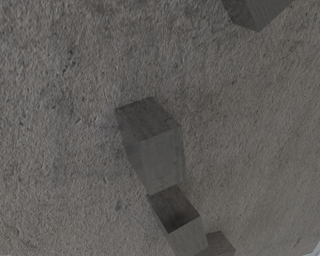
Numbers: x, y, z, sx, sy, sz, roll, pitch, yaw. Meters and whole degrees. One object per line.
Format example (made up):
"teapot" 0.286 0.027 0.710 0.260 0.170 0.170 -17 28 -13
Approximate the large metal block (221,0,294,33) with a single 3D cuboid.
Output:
"large metal block" 0.110 -0.170 0.346 0.080 0.050 0.080 -43 129 1

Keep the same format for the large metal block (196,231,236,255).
"large metal block" 0.087 0.252 0.594 0.081 0.050 0.079 -1 119 -28

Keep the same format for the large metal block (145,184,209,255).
"large metal block" 0.026 0.142 0.473 0.050 0.080 0.080 -26 128 -12

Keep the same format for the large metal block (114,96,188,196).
"large metal block" -0.011 0.019 0.377 0.050 0.080 0.080 -21 127 -16
